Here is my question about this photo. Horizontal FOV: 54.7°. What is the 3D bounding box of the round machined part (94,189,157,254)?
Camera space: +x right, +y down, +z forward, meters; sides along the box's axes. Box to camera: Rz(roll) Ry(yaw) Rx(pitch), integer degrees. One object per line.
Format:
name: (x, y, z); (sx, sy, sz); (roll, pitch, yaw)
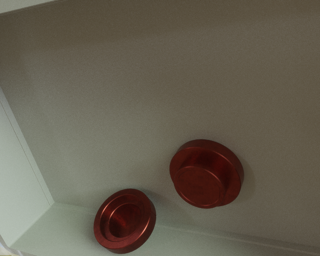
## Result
round machined part: (-0.050, 0.148, 0.485); (0.098, 0.098, 0.042); (-2, 140, 29)

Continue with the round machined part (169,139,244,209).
round machined part: (0.057, 0.067, 0.409); (0.098, 0.042, 0.097); (13, 124, 21)
